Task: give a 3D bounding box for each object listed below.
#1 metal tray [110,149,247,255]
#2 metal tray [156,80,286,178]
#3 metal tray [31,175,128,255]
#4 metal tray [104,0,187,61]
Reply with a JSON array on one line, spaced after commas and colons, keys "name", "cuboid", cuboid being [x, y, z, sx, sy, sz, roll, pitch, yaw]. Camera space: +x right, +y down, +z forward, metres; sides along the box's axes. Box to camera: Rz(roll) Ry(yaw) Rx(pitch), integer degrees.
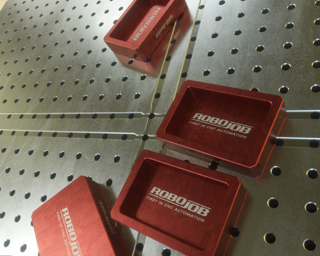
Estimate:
[{"name": "metal tray", "cuboid": [0.018, 0.083, 0.345, 0.130, 0.030, 0.090, 14, 69, 34]}, {"name": "metal tray", "cuboid": [0.070, -0.005, 0.371, 0.130, 0.030, 0.090, 17, 70, 34]}, {"name": "metal tray", "cuboid": [-0.101, 0.134, 0.377, 0.090, 0.030, 0.130, -37, 51, 3]}, {"name": "metal tray", "cuboid": [-0.025, -0.181, 0.530, 0.090, 0.030, 0.130, 26, 76, 37]}]
